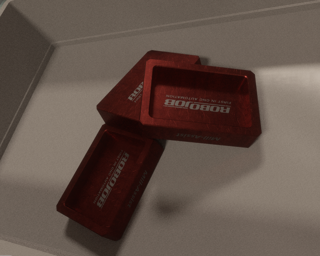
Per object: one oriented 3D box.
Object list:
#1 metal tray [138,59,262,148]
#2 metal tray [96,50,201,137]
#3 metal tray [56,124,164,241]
[{"bbox_3d":[0.044,-0.029,0.356,0.131,0.030,0.090,6,60,-4],"label":"metal tray"},{"bbox_3d":[-0.011,-0.052,0.419,0.090,0.030,0.130,17,56,34],"label":"metal tray"},{"bbox_3d":[-0.063,0.063,0.395,0.090,0.030,0.130,15,69,33],"label":"metal tray"}]
